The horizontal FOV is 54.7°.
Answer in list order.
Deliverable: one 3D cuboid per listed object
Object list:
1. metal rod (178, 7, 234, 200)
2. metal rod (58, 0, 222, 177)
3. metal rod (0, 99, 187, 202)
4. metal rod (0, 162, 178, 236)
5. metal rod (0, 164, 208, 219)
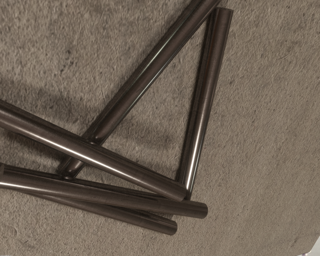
[{"bbox_3d":[0.055,-0.010,0.432,0.025,0.025,0.298,-7,122,-26],"label":"metal rod"},{"bbox_3d":[-0.018,-0.059,0.361,0.299,0.025,0.025,-50,129,7],"label":"metal rod"},{"bbox_3d":[-0.088,0.023,0.343,0.301,0.025,0.025,29,102,-29],"label":"metal rod"},{"bbox_3d":[-0.081,0.109,0.430,0.301,0.025,0.025,31,101,-38],"label":"metal rod"},{"bbox_3d":[-0.049,0.090,0.405,0.302,0.025,0.025,20,108,-35],"label":"metal rod"}]
